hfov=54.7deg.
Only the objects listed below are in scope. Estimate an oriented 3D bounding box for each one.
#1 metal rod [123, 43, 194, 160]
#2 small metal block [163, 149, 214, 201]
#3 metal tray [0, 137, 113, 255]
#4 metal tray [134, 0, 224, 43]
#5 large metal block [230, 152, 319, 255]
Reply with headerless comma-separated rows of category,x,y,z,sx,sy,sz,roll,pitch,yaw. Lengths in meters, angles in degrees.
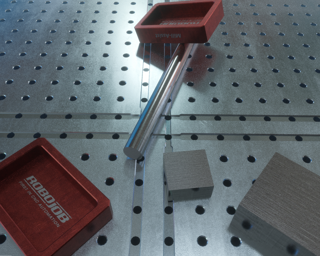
metal rod,0.015,-0.077,0.472,0.025,0.025,0.301,15,51,12
small metal block,0.032,0.054,0.362,0.050,0.025,0.050,-5,50,-4
metal tray,-0.127,0.077,0.337,0.130,0.030,0.090,36,58,26
metal tray,0.033,-0.183,0.531,0.130,0.030,0.090,9,50,30
large metal block,0.133,0.085,0.322,0.080,0.050,0.080,32,57,23
